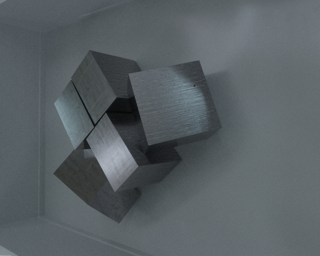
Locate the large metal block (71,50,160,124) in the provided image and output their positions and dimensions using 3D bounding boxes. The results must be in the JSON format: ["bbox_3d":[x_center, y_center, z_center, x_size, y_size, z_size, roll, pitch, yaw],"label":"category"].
[{"bbox_3d":[-0.058,-0.051,0.415,0.050,0.081,0.080,-46,63,30],"label":"large metal block"}]

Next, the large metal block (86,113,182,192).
[{"bbox_3d":[-0.033,0.028,0.393,0.050,0.081,0.080,-49,61,29],"label":"large metal block"}]

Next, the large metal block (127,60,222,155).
[{"bbox_3d":[0.013,-0.022,0.349,0.050,0.081,0.080,118,137,-72],"label":"large metal block"}]

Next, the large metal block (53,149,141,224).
[{"bbox_3d":[-0.085,0.078,0.428,0.080,0.080,0.050,28,73,36],"label":"large metal block"}]

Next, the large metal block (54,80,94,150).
[{"bbox_3d":[-0.090,-0.018,0.441,0.050,0.081,0.080,-45,63,30],"label":"large metal block"}]
